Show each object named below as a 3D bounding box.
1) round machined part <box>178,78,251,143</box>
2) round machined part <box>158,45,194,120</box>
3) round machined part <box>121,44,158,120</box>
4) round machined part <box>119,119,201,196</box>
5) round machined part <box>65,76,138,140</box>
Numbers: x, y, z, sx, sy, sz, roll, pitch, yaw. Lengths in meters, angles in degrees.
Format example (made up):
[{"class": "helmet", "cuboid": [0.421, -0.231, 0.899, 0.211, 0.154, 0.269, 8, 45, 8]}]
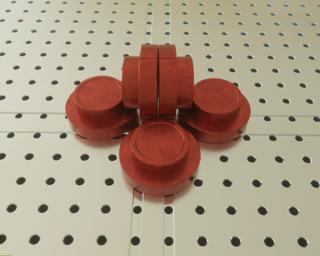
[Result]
[{"class": "round machined part", "cuboid": [0.074, -0.031, 0.422, 0.099, 0.042, 0.098, 0, 50, 0]}, {"class": "round machined part", "cuboid": [0.019, -0.058, 0.402, 0.042, 0.097, 0.098, -1, 50, -1]}, {"class": "round machined part", "cuboid": [-0.024, -0.058, 0.401, 0.042, 0.097, 0.098, 1, 50, 1]}, {"class": "round machined part", "cuboid": [0.000, 0.028, 0.373, 0.099, 0.042, 0.098, 0, 50, 0]}, {"class": "round machined part", "cuboid": [-0.080, -0.034, 0.424, 0.099, 0.042, 0.098, 0, 50, 0]}]
